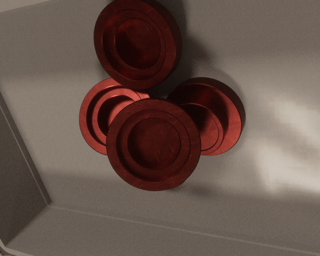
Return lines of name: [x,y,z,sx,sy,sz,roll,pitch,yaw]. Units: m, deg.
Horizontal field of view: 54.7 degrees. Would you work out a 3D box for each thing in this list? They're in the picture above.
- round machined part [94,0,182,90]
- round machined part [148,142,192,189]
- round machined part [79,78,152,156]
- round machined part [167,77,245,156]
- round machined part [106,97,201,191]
round machined part: [-0.021,-0.096,0.346,0.098,0.042,0.097,12,121,20]
round machined part: [-0.007,0.047,0.429,0.098,0.042,0.097,13,124,20]
round machined part: [-0.049,-0.012,0.394,0.098,0.042,0.097,-2,83,15]
round machined part: [0.048,-0.007,0.367,0.098,0.042,0.097,13,124,20]
round machined part: [-0.005,0.015,0.337,0.099,0.042,0.097,1,99,5]
